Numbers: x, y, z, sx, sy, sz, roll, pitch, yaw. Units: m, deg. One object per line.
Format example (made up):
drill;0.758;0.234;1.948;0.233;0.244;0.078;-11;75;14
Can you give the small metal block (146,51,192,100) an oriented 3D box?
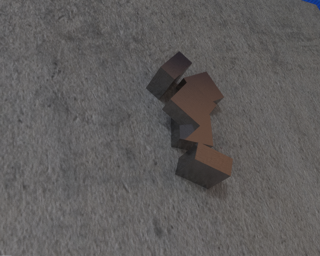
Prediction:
small metal block;0.013;-0.075;0.442;0.025;0.050;0.050;43;51;0

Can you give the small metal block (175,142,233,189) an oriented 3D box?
small metal block;0.055;0.049;0.389;0.050;0.050;0.025;26;53;-13

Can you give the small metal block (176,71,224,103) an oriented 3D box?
small metal block;0.061;-0.054;0.472;0.050;0.025;0.050;-21;73;-36

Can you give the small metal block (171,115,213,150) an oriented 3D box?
small metal block;0.043;0.003;0.427;0.050;0.025;0.050;13;56;-21

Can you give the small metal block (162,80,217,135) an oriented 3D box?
small metal block;0.040;-0.028;0.412;0.050;0.025;0.050;42;51;1
